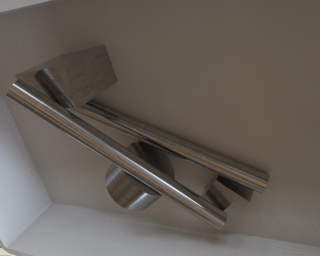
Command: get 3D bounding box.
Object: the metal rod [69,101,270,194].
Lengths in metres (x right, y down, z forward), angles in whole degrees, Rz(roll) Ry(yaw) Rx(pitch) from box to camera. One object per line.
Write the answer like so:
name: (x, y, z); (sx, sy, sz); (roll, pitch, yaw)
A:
metal rod: (-0.005, 0.014, 0.417); (0.301, 0.025, 0.025); (23, 127, 14)

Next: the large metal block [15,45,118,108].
large metal block: (-0.115, -0.063, 0.392); (0.080, 0.080, 0.050); (-4, 117, 29)

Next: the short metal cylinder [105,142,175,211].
short metal cylinder: (-0.027, 0.066, 0.424); (0.080, 0.080, 0.050); (42, 129, -2)

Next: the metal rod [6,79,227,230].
metal rod: (-0.042, 0.038, 0.376); (0.301, 0.025, 0.025); (34, 130, -11)

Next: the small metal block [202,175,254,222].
small metal block: (0.088, 0.091, 0.416); (0.050, 0.025, 0.050); (33, 129, 6)
